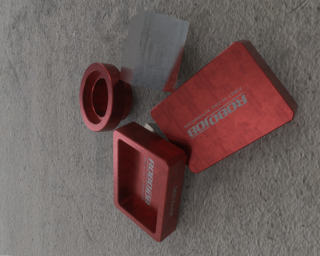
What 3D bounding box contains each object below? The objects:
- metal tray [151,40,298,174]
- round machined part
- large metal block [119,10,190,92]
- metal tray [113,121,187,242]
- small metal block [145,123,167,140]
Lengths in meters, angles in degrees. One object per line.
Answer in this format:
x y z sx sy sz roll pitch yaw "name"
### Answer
0.063 -0.018 0.331 0.130 0.030 0.090 -37 88 33 "metal tray"
-0.076 -0.044 0.449 0.098 0.042 0.097 4 95 50 "round machined part"
-0.011 -0.091 0.375 0.080 0.050 0.079 -143 63 -68 "large metal block"
-0.017 0.067 0.384 0.090 0.030 0.129 29 130 33 "metal tray"
-0.005 0.028 0.409 0.050 0.025 0.050 42 116 31 "small metal block"
